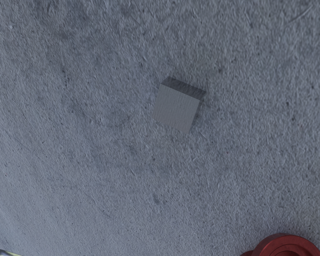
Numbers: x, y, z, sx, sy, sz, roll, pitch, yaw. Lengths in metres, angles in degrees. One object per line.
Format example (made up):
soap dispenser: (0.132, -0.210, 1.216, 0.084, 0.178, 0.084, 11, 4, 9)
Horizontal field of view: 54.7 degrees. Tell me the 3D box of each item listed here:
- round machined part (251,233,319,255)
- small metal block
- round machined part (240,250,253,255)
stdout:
round machined part: (0.161, 0.187, 0.403, 0.098, 0.098, 0.042, 39, 166, 1)
small metal block: (0.022, -0.028, 0.377, 0.050, 0.025, 0.050, 25, 127, 12)
round machined part: (0.158, 0.231, 0.455, 0.098, 0.042, 0.097, 13, 124, 20)
